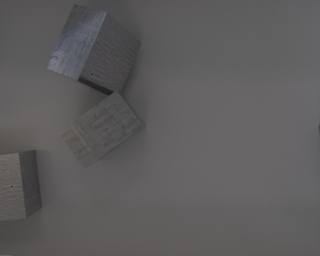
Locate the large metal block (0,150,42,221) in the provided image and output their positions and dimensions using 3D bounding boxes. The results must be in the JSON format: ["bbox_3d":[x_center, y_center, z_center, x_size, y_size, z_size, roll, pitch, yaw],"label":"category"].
[{"bbox_3d":[-0.206,0.074,0.397,0.080,0.050,0.080,-6,90,0],"label":"large metal block"}]

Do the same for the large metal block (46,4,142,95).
[{"bbox_3d":[-0.076,-0.089,0.376,0.050,0.080,0.080,23,90,26],"label":"large metal block"}]

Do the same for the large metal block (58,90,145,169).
[{"bbox_3d":[-0.066,0.001,0.383,0.080,0.080,0.050,-36,91,0],"label":"large metal block"}]
